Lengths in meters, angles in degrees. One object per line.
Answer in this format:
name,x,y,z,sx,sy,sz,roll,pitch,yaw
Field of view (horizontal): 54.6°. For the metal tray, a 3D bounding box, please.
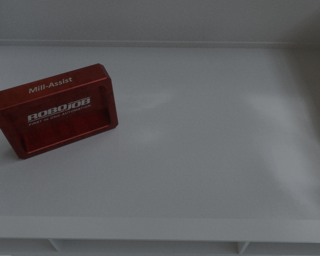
metal tray,-0.121,-0.019,0.378,0.131,0.090,0.030,-20,53,-16
